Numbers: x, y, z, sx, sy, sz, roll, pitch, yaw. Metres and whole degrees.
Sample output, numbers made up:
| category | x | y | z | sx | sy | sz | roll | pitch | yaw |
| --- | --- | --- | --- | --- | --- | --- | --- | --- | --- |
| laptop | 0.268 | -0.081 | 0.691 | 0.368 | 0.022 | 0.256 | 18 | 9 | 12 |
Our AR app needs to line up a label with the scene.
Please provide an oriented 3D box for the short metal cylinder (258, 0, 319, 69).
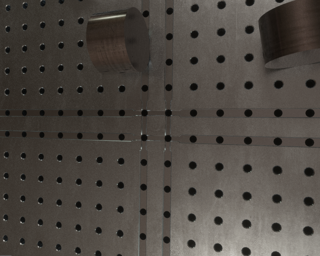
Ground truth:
| category | x | y | z | sx | sy | sz | roll | pitch | yaw |
| --- | --- | --- | --- | --- | --- | --- | --- | --- | --- |
| short metal cylinder | 0.150 | -0.098 | 0.331 | 0.080 | 0.080 | 0.050 | -8 | 88 | 19 |

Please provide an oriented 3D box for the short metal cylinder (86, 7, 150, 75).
| category | x | y | z | sx | sy | sz | roll | pitch | yaw |
| --- | --- | --- | --- | --- | --- | --- | --- | --- | --- |
| short metal cylinder | -0.051 | -0.111 | 0.400 | 0.050 | 0.080 | 0.079 | -1 | 90 | 20 |
